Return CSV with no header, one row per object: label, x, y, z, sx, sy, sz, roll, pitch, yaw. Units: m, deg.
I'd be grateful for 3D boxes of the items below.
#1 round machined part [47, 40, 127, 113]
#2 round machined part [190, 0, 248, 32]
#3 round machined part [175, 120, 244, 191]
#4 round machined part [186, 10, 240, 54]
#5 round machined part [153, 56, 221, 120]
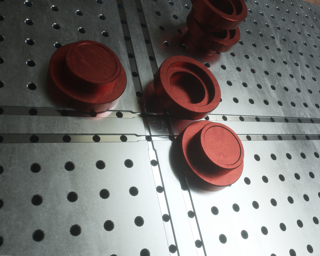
round machined part,-0.088,-0.072,0.393,0.099,0.042,0.098,14,56,-21
round machined part,0.092,-0.199,0.514,0.099,0.042,0.098,13,56,-21
round machined part,0.073,0.031,0.417,0.099,0.042,0.098,14,56,-21
round machined part,0.089,-0.171,0.549,0.099,0.042,0.098,13,56,-21
round machined part,0.035,-0.053,0.448,0.099,0.042,0.098,13,56,-21
